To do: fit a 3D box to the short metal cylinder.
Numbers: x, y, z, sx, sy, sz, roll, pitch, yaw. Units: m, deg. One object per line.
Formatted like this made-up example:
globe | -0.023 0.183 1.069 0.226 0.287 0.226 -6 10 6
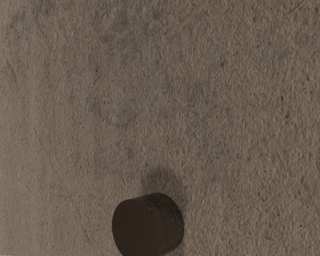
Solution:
short metal cylinder | -0.016 0.128 0.400 0.080 0.050 0.079 0 90 39
